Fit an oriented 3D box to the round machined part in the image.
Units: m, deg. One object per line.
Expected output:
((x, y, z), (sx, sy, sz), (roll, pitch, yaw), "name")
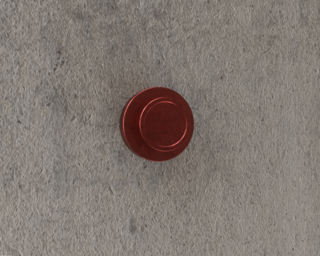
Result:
((0.000, -0.005, 0.402), (0.099, 0.042, 0.097), (0, 90, -21), "round machined part")
